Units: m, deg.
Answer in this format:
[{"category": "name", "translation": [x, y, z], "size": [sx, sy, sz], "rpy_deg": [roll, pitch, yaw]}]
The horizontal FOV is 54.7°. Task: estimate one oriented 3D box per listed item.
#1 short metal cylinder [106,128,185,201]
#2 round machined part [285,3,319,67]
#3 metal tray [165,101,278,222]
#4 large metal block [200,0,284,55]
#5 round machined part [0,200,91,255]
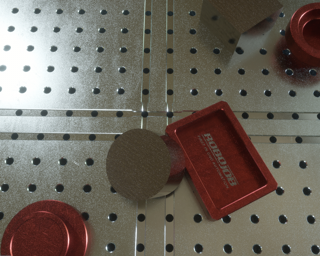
[{"category": "short metal cylinder", "translation": [-0.016, 0.043, 0.367], "size": [0.080, 0.050, 0.080], "rpy_deg": [-3, 81, 22]}, {"category": "round machined part", "translation": [0.232, -0.130, 0.452], "size": [0.099, 0.042, 0.098], "rpy_deg": [0, 70, 0]}, {"category": "metal tray", "translation": [0.074, 0.040, 0.394], "size": [0.091, 0.030, 0.130], "rpy_deg": [-25, 72, -9]}, {"category": "large metal block", "translation": [0.119, -0.171, 0.462], "size": [0.080, 0.050, 0.080], "rpy_deg": [-35, 74, -12]}, {"category": "round machined part", "translation": [-0.133, 0.132, 0.354], "size": [0.099, 0.042, 0.098], "rpy_deg": [0, 70, 0]}]
